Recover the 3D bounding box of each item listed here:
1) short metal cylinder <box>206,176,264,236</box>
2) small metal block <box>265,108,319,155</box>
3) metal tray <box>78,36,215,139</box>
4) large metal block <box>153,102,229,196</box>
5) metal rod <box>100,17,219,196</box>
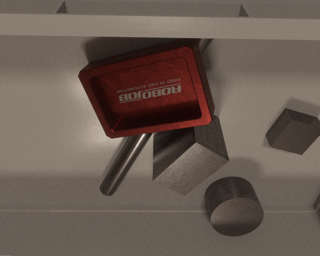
[{"bbox_3d":[0.116,0.124,0.491,0.081,0.050,0.079,-1,119,-2],"label":"short metal cylinder"},{"bbox_3d":[0.180,0.006,0.417,0.050,0.025,0.050,14,129,-13],"label":"small metal block"},{"bbox_3d":[-0.013,-0.040,0.345,0.130,0.030,0.090,-9,120,20],"label":"metal tray"},{"bbox_3d":[0.035,0.025,0.395,0.050,0.080,0.080,30,124,-23],"label":"large metal block"},{"bbox_3d":[-0.017,-0.005,0.404,0.025,0.025,0.298,21,127,-17],"label":"metal rod"}]
